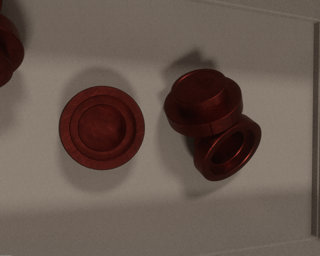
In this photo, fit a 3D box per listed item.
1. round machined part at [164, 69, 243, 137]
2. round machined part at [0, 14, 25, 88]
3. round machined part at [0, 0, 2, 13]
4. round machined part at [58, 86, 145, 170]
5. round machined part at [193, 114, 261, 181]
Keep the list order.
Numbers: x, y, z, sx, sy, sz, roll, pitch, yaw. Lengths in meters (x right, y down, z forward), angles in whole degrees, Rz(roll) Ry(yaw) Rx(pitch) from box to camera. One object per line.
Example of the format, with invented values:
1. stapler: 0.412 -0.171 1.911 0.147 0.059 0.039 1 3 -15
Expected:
1. round machined part: 0.052 -0.038 0.389 0.098 0.098 0.042 -37 134 -17
2. round machined part: -0.184 -0.068 0.300 0.099 0.098 0.042 -16 70 -20
3. round machined part: -0.217 -0.134 0.310 0.099 0.042 0.097 6 81 -41
4. round machined part: -0.071 0.000 0.376 0.099 0.042 0.097 0 90 -21
5. round machined part: 0.085 0.021 0.418 0.099 0.042 0.097 -21 134 -23
